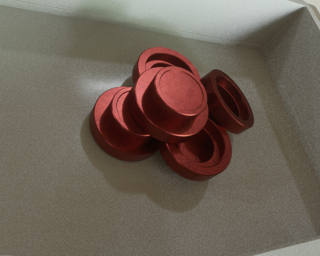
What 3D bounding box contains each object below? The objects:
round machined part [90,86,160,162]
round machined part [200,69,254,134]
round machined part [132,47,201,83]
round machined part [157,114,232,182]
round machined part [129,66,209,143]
[{"bbox_3d":[-0.033,-0.012,0.381,0.099,0.042,0.098,14,56,-21],"label":"round machined part"},{"bbox_3d":[0.089,-0.033,0.449,0.098,0.042,0.098,32,39,-31],"label":"round machined part"},{"bbox_3d":[0.007,-0.063,0.436,0.099,0.042,0.098,14,56,-21],"label":"round machined part"},{"bbox_3d":[0.040,0.023,0.402,0.099,0.042,0.098,14,56,-21],"label":"round machined part"},{"bbox_3d":[0.017,-0.034,0.368,0.099,0.042,0.098,14,56,-21],"label":"round machined part"}]
